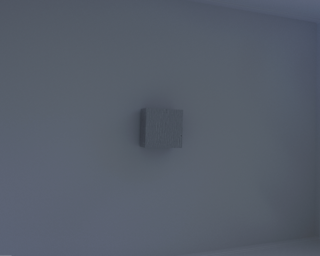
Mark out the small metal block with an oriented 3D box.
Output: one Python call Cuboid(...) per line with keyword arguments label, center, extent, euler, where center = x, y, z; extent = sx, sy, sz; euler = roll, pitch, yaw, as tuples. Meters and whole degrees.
Cuboid(label="small metal block", center=(0.002, 0.000, 0.407), extent=(0.050, 0.025, 0.050), euler=(2, 90, -20))
